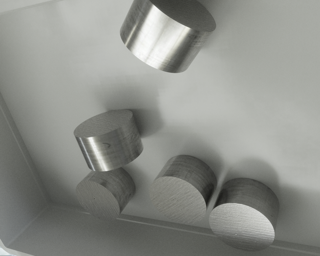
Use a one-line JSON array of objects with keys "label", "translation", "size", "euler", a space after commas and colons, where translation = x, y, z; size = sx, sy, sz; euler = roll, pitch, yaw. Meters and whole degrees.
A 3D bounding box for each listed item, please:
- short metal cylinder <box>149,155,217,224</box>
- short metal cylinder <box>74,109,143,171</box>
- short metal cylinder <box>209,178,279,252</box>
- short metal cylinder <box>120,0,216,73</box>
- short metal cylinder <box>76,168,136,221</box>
[{"label": "short metal cylinder", "translation": [0.032, 0.084, 0.426], "size": [0.080, 0.050, 0.079], "euler": [13, 124, 20]}, {"label": "short metal cylinder", "translation": [-0.068, 0.015, 0.416], "size": [0.080, 0.080, 0.050], "euler": [-3, 117, 29]}, {"label": "short metal cylinder", "translation": [0.110, 0.112, 0.403], "size": [0.080, 0.050, 0.079], "euler": [13, 124, 20]}, {"label": "short metal cylinder", "translation": [0.007, -0.100, 0.306], "size": [0.080, 0.080, 0.050], "euler": [38, 129, 2]}, {"label": "short metal cylinder", "translation": [-0.087, 0.102, 0.499], "size": [0.080, 0.050, 0.079], "euler": [13, 124, 20]}]
